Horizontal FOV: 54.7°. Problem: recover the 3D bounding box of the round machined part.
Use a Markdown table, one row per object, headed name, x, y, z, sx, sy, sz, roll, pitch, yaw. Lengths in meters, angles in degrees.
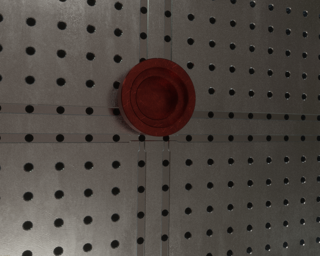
| name | x | y | z | sx | sy | sz | roll | pitch | yaw |
| --- | --- | --- | --- | --- | --- | --- | --- | --- | --- |
| round machined part | -0.007 | -0.038 | 0.402 | 0.099 | 0.042 | 0.097 | 0 | 90 | -21 |
